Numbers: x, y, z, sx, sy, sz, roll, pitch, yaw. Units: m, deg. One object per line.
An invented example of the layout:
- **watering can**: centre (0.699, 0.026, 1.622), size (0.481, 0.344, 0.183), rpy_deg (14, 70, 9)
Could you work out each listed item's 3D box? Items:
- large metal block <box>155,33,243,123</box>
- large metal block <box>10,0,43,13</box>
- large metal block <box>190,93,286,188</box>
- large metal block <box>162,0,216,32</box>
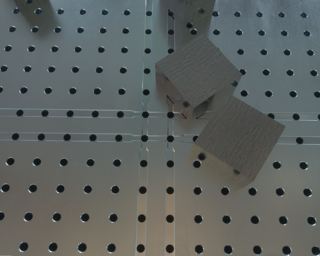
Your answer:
- **large metal block**: centre (0.050, -0.068, 0.424), size (0.080, 0.050, 0.080), rpy_deg (-35, 74, -12)
- **large metal block**: centre (-0.226, -0.239, 0.469), size (0.050, 0.080, 0.080), rpy_deg (-38, 75, -12)
- **large metal block**: centre (0.096, 0.016, 0.393), size (0.080, 0.050, 0.080), rpy_deg (33, 73, 11)
- **large metal block**: centre (0.040, -0.206, 0.458), size (0.050, 0.080, 0.080), rpy_deg (-26, 72, -9)
